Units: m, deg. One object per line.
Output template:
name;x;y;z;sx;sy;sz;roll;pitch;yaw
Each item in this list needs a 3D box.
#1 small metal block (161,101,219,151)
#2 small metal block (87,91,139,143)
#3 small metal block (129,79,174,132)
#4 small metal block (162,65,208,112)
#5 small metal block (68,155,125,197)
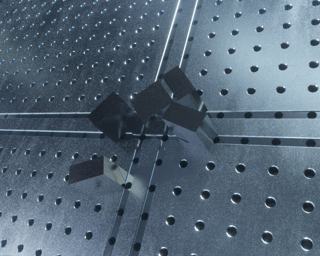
small metal block;0.037;-0.002;0.373;0.050;0.050;0.025;24;75;36
small metal block;-0.064;-0.015;0.433;0.050;0.050;0.025;-44;51;-3
small metal block;-0.007;-0.031;0.430;0.050;0.025;0.050;-35;52;5
small metal block;0.032;-0.045;0.402;0.025;0.050;0.050;-34;52;6
small metal block;-0.079;0.063;0.394;0.050;0.050;0.025;-18;55;17
